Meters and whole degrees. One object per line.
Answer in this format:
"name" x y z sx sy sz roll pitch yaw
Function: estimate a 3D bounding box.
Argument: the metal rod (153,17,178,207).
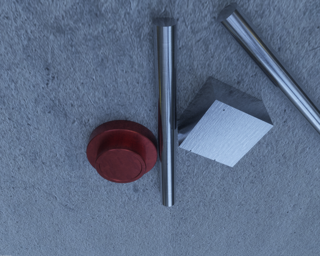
"metal rod" 0.010 0.005 0.411 0.025 0.025 0.298 -2 130 1

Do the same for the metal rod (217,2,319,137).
"metal rod" 0.172 -0.035 0.380 0.025 0.025 0.301 -37 122 27

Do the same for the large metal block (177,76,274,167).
"large metal block" 0.077 -0.006 0.387 0.080 0.050 0.080 22 127 -18

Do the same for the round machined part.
"round machined part" -0.052 0.039 0.429 0.099 0.042 0.097 -1 130 0
